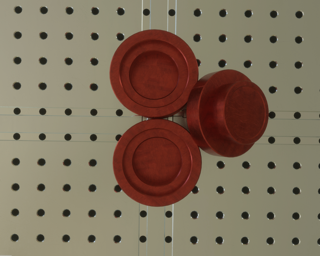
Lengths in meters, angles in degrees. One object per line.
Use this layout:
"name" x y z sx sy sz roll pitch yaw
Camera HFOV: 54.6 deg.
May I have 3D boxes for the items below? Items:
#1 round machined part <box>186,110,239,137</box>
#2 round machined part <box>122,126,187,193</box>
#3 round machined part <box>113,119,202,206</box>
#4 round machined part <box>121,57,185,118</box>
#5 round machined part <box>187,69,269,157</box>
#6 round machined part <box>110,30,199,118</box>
"round machined part" 0.085 -0.017 0.406 0.099 0.042 0.097 0 90 0
"round machined part" -0.004 0.038 0.405 0.099 0.042 0.097 0 90 0
"round machined part" -0.003 0.038 0.362 0.099 0.042 0.097 0 90 0
"round machined part" -0.005 -0.061 0.406 0.099 0.042 0.097 0 90 0
"round machined part" 0.081 -0.016 0.342 0.099 0.042 0.097 0 89 -32
"round machined part" -0.006 -0.060 0.362 0.099 0.042 0.097 0 90 0
